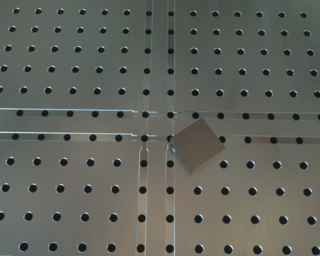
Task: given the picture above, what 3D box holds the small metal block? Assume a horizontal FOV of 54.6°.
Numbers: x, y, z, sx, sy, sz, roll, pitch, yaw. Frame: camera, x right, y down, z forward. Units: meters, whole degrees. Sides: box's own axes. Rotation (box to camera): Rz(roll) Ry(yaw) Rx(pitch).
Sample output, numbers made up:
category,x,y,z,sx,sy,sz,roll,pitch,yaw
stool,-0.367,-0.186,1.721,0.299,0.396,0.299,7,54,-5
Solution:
category,x,y,z,sx,sy,sz,roll,pitch,yaw
small metal block,0.048,0.023,0.404,0.050,0.025,0.050,-32,73,-11
